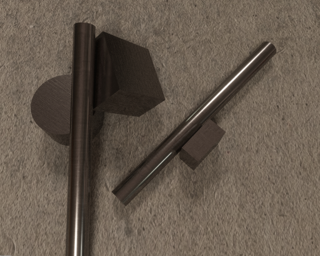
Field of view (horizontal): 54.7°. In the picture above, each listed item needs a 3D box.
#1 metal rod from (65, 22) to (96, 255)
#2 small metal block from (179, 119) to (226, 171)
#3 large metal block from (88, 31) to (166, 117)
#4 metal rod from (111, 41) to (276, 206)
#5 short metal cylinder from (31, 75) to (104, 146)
[{"bbox_3d":[-0.091,0.030,0.352,0.025,0.025,0.298,1,86,0],"label":"metal rod"},{"bbox_3d":[0.052,0.022,0.387,0.025,0.050,0.050,42,75,13],"label":"small metal block"},{"bbox_3d":[-0.048,-0.065,0.395,0.050,0.081,0.080,-31,67,33],"label":"large metal block"},{"bbox_3d":[0.054,-0.015,0.414,0.025,0.025,0.301,42,75,13],"label":"metal rod"},{"bbox_3d":[-0.117,-0.022,0.401,0.081,0.050,0.080,0,70,0],"label":"short metal cylinder"}]
